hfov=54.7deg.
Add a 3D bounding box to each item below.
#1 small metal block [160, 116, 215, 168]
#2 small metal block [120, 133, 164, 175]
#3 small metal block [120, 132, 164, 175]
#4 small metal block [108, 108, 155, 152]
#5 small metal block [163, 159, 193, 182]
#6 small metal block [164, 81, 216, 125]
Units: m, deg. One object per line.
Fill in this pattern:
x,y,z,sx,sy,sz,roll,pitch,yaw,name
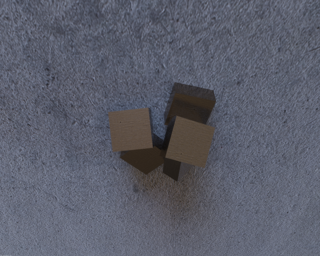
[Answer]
0.033,0.017,0.373,0.050,0.025,0.050,17,85,-14,small metal block
-0.020,0.033,0.437,0.050,0.025,0.050,-37,121,27,small metal block
-0.019,0.033,0.437,0.050,0.025,0.050,-37,122,27,small metal block
-0.035,0.002,0.393,0.050,0.025,0.050,-6,92,4,small metal block
0.031,0.036,0.421,0.025,0.050,0.050,30,135,25,small metal block
0.036,-0.026,0.388,0.050,0.025,0.050,11,129,-10,small metal block
